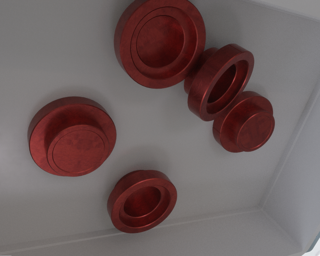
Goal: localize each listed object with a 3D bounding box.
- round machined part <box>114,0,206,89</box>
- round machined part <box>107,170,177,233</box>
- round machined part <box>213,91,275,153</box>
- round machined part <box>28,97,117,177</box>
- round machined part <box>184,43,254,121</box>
[{"bbox_3d":[-0.003,-0.095,0.337,0.099,0.042,0.097,-14,124,-21],"label":"round machined part"},{"bbox_3d":[-0.028,0.099,0.443,0.099,0.042,0.097,-14,124,-21],"label":"round machined part"},{"bbox_3d":[0.133,-0.003,0.468,0.099,0.042,0.097,-14,124,-21],"label":"round machined part"},{"bbox_3d":[-0.097,0.017,0.355,0.099,0.042,0.097,-14,124,-21],"label":"round machined part"},{"bbox_3d":[0.068,-0.060,0.383,0.099,0.042,0.097,-36,149,-25],"label":"round machined part"}]
